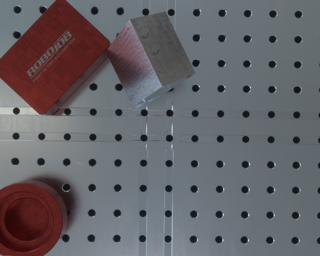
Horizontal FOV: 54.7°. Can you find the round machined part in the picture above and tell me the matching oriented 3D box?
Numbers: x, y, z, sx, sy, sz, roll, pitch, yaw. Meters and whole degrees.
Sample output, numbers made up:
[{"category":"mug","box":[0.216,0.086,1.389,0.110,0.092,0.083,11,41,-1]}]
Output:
[{"category":"round machined part","box":[-0.170,0.116,0.404,0.099,0.042,0.097,0,90,0]}]

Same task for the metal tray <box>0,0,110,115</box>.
[{"category":"metal tray","box":[-0.139,-0.092,0.409,0.090,0.030,0.130,43,90,0]}]

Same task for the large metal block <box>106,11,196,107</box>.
[{"category":"large metal block","box":[-0.014,-0.081,0.378,0.050,0.080,0.080,-26,91,-31]}]
